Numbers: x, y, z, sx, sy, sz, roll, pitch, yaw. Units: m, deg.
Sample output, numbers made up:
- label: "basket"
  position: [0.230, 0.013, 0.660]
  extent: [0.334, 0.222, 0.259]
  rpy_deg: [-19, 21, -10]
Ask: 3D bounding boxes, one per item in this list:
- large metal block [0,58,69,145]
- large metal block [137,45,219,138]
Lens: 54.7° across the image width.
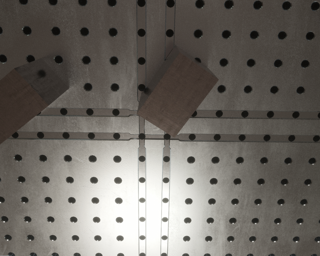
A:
- label: "large metal block"
  position: [-0.166, -0.034, 0.369]
  extent: [0.080, 0.080, 0.050]
  rpy_deg: [-36, 107, 12]
- label: "large metal block"
  position: [0.018, -0.047, 0.367]
  extent: [0.050, 0.080, 0.080]
  rpy_deg: [33, 107, -12]
